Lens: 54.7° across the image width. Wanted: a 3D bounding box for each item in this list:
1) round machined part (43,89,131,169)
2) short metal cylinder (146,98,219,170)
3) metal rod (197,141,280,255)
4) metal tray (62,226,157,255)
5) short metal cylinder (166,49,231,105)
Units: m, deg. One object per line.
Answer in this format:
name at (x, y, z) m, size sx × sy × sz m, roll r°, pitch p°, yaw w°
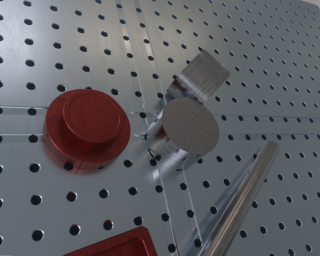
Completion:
round machined part at (-0.080, -0.005, 0.357) m, size 0.099 × 0.042 × 0.098 m, roll 14°, pitch 56°, yaw -21°
short metal cylinder at (0.029, 0.008, 0.402) m, size 0.081 × 0.050 × 0.080 m, roll 13°, pitch 57°, yaw -20°
metal rod at (0.093, 0.100, 0.376) m, size 0.025 × 0.025 × 0.302 m, roll 46°, pitch 45°, yaw 4°
metal tray at (-0.033, 0.168, 0.283) m, size 0.091 × 0.030 × 0.130 m, roll -10°, pitch 67°, yaw -33°
short metal cylinder at (0.055, -0.065, 0.442) m, size 0.050 × 0.080 × 0.080 m, roll 43°, pitch 51°, yaw 1°
